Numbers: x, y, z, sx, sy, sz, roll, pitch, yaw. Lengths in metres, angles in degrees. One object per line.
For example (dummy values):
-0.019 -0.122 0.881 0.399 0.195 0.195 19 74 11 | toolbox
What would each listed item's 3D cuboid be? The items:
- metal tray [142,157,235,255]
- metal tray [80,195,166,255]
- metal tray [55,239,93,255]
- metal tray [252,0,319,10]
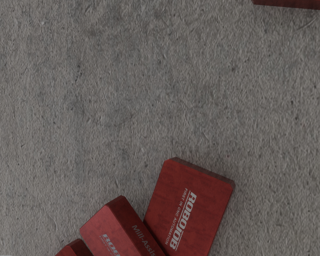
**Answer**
0.031 0.113 0.395 0.090 0.030 0.129 21 97 18 | metal tray
-0.043 0.164 0.404 0.130 0.030 0.090 53 128 12 | metal tray
-0.141 0.240 0.456 0.130 0.030 0.090 -44 77 14 | metal tray
0.161 -0.206 0.349 0.090 0.030 0.129 13 94 19 | metal tray
